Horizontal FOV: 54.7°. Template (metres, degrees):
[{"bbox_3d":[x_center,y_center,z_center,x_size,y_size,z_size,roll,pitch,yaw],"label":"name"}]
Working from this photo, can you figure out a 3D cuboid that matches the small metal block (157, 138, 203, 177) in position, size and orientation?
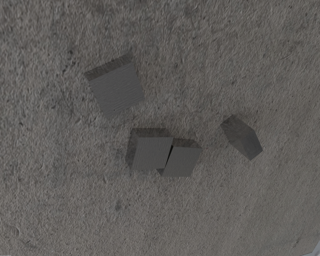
[{"bbox_3d":[0.026,0.043,0.448,0.050,0.025,0.050,6,116,-31],"label":"small metal block"}]

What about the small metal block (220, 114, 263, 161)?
[{"bbox_3d":[0.123,0.014,0.466,0.025,0.050,0.050,-38,129,-3],"label":"small metal block"}]

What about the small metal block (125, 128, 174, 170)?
[{"bbox_3d":[-0.015,0.028,0.416,0.050,0.025,0.050,0,118,-29],"label":"small metal block"}]

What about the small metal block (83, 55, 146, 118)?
[{"bbox_3d":[-0.050,-0.047,0.350,0.050,0.025,0.050,-27,128,-11],"label":"small metal block"}]
